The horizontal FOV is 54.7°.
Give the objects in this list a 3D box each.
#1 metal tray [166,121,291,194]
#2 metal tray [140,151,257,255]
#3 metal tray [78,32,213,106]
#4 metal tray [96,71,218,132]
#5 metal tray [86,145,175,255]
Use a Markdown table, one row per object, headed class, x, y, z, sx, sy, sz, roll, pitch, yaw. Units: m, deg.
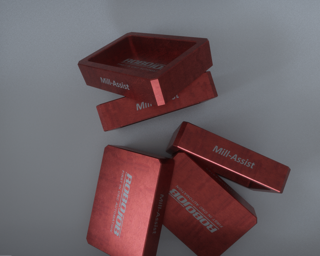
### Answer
| class | x | y | z | sx | sy | sz | roll | pitch | yaw |
| --- | --- | --- | --- | --- | --- | --- | --- | --- | --- |
| metal tray | 0.076 | 0.038 | 0.378 | 0.131 | 0.090 | 0.030 | 24 | 80 | -1 |
| metal tray | 0.046 | 0.099 | 0.400 | 0.130 | 0.030 | 0.090 | 42 | 103 | -1 |
| metal tray | -0.019 | -0.073 | 0.350 | 0.090 | 0.130 | 0.030 | -41 | 132 | -30 |
| metal tray | -0.003 | -0.030 | 0.378 | 0.131 | 0.090 | 0.030 | -17 | 91 | -1 |
| metal tray | -0.039 | 0.093 | 0.385 | 0.090 | 0.030 | 0.129 | 11 | 90 | 34 |
